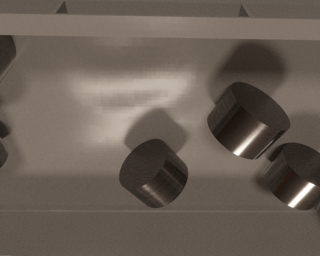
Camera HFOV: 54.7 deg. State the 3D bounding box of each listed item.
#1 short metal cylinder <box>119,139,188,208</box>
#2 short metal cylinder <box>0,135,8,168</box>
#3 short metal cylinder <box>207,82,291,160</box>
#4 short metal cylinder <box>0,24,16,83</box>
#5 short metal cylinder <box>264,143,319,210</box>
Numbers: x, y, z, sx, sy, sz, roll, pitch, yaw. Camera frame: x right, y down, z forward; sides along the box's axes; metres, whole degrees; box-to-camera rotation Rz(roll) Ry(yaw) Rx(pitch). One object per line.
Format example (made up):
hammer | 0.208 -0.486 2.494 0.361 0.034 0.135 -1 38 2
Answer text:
short metal cylinder | -0.009 0.062 0.426 0.080 0.080 0.050 -28 125 21
short metal cylinder | -0.244 0.026 0.391 0.080 0.080 0.050 -3 130 2
short metal cylinder | 0.104 -0.009 0.367 0.080 0.080 0.050 21 127 -17
short metal cylinder | -0.202 -0.076 0.325 0.081 0.050 0.079 0 130 0
short metal cylinder | 0.196 0.066 0.433 0.081 0.080 0.050 13 129 -11
